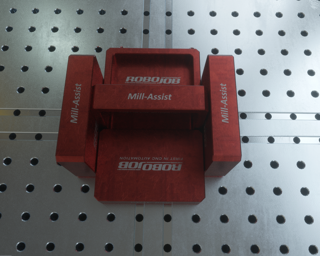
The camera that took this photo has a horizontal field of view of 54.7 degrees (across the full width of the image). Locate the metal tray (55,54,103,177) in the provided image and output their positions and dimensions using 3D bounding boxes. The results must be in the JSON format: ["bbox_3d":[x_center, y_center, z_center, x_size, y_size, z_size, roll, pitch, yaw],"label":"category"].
[{"bbox_3d":[-0.092,-0.012,0.380,0.030,0.090,0.130,1,70,0],"label":"metal tray"}]

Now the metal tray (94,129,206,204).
[{"bbox_3d":[-0.012,0.048,0.390,0.131,0.030,0.090,1,70,0],"label":"metal tray"}]

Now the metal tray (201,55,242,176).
[{"bbox_3d":[0.070,-0.013,0.382,0.030,0.090,0.130,1,70,0],"label":"metal tray"}]

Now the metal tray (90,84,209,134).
[{"bbox_3d":[-0.012,-0.020,0.382,0.131,0.090,0.030,1,70,0],"label":"metal tray"}]

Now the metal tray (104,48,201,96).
[{"bbox_3d":[-0.010,-0.065,0.433,0.131,0.030,0.090,1,70,0],"label":"metal tray"}]
